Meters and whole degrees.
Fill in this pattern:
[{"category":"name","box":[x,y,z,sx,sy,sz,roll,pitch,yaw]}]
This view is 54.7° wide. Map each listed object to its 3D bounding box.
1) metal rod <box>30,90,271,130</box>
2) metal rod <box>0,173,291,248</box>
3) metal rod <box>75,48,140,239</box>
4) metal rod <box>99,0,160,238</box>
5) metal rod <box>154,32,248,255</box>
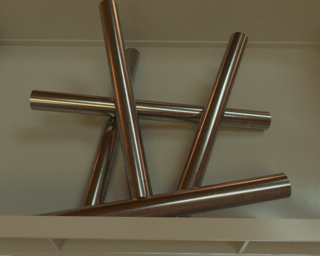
[{"category":"metal rod","box":[-0.007,-0.022,0.398,0.302,0.025,0.025,5,50,-6]},{"category":"metal rod","box":[-0.026,0.080,0.298,0.302,0.025,0.025,-9,51,-3]},{"category":"metal rod","box":[-0.061,-0.007,0.409,0.025,0.025,0.300,5,50,4]},{"category":"metal rod","box":[-0.041,-0.028,0.367,0.025,0.025,0.299,-9,69,-8]},{"category":"metal rod","box":[0.058,-0.001,0.369,0.025,0.025,0.300,16,63,13]}]
